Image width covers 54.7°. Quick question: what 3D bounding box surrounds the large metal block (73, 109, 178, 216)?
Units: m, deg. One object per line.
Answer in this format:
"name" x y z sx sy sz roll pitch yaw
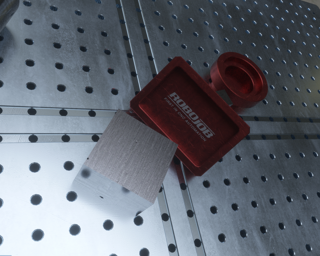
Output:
"large metal block" -0.037 0.039 0.349 0.080 0.050 0.080 32 52 -8

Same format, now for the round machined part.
"round machined part" 0.124 -0.074 0.509 0.099 0.042 0.098 14 56 -21

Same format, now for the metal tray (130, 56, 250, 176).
"metal tray" 0.037 -0.015 0.397 0.130 0.090 0.030 47 9 4

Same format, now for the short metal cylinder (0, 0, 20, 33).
"short metal cylinder" -0.210 -0.145 0.349 0.080 0.080 0.050 22 54 -15

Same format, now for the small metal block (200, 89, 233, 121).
"small metal block" 0.067 -0.028 0.445 0.050 0.050 0.025 -15 70 -34
